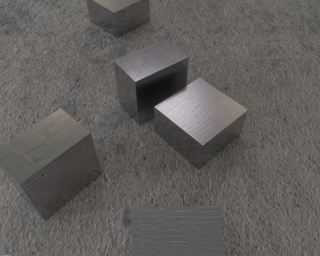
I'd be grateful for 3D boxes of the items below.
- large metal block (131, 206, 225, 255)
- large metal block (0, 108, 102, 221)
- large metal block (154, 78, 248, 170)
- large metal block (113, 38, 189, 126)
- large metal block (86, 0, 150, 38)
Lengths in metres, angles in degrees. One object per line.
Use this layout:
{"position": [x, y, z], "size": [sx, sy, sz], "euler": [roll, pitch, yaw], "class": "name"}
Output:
{"position": [0.016, 0.120, 0.286], "size": [0.081, 0.050, 0.080], "euler": [0, 50, -1], "class": "large metal block"}
{"position": [-0.115, 0.040, 0.333], "size": [0.050, 0.080, 0.080], "euler": [35, 58, 25], "class": "large metal block"}
{"position": [0.050, -0.008, 0.394], "size": [0.080, 0.050, 0.080], "euler": [-35, 58, -26], "class": "large metal block"}
{"position": [-0.011, -0.062, 0.419], "size": [0.081, 0.080, 0.050], "euler": [-29, 56, -22], "class": "large metal block"}
{"position": [-0.076, -0.219, 0.570], "size": [0.080, 0.050, 0.080], "euler": [38, 59, 27], "class": "large metal block"}
